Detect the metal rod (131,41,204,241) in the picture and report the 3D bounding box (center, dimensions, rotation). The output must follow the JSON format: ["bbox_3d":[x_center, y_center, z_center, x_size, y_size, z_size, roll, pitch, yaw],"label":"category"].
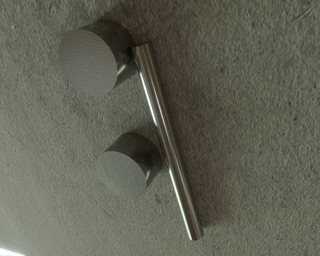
[{"bbox_3d":[0.017,0.034,0.418,0.025,0.025,0.298,-2,118,29],"label":"metal rod"}]

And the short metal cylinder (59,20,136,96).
[{"bbox_3d":[-0.073,-0.085,0.377,0.080,0.050,0.079,13,124,21],"label":"short metal cylinder"}]

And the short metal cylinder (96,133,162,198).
[{"bbox_3d":[-0.044,0.054,0.447,0.080,0.050,0.079,13,124,21],"label":"short metal cylinder"}]
